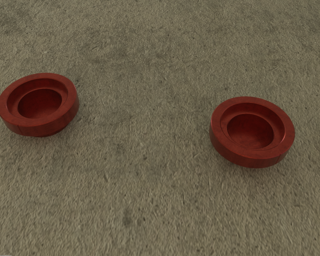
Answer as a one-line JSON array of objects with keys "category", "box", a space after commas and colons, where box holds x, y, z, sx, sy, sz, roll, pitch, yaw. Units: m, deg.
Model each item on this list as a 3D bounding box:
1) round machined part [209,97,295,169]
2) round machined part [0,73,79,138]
[{"category": "round machined part", "box": [0.110, 0.009, 0.385, 0.099, 0.042, 0.098, 0, 50, 0]}, {"category": "round machined part", "box": [-0.157, -0.026, 0.413, 0.099, 0.042, 0.098, 0, 50, 0]}]
